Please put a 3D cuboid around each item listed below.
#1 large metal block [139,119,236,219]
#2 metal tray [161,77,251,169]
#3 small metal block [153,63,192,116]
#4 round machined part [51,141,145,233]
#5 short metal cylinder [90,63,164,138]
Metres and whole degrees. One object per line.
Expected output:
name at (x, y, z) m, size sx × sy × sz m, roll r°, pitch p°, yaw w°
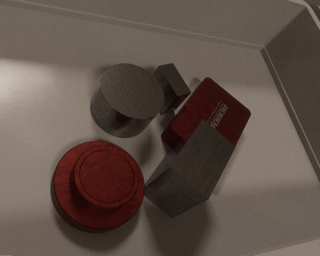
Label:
large metal block at (0.031, 0.048, 0.359) m, size 0.050 × 0.080 × 0.080 m, roll 40°, pitch 51°, yaw -2°
metal tray at (0.071, -0.006, 0.446) m, size 0.090 × 0.030 × 0.131 m, roll 39°, pitch 51°, yaw -2°
small metal block at (0.009, -0.053, 0.429) m, size 0.025 × 0.050 × 0.050 m, roll -19°, pitch 72°, yaw -36°
round machined part at (-0.061, 0.057, 0.328) m, size 0.099 × 0.042 × 0.098 m, roll 14°, pitch 56°, yaw -21°
short metal cylinder at (-0.042, -0.034, 0.389) m, size 0.081 × 0.050 × 0.080 m, roll 14°, pitch 56°, yaw -21°
